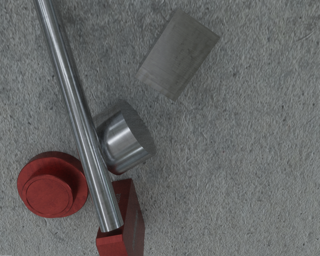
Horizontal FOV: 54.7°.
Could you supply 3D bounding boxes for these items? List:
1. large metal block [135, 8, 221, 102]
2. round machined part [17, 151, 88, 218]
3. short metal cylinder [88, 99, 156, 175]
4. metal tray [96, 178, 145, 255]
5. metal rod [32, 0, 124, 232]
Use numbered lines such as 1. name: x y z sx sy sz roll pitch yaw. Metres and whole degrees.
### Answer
1. large metal block: 0.017 -0.085 0.349 0.050 0.080 0.080 32 107 -11
2. round machined part: -0.149 0.085 0.430 0.099 0.042 0.097 0 110 -1
3. short metal cylinder: -0.048 0.012 0.384 0.050 0.080 0.080 -31 108 10
4. metal tray: -0.046 0.137 0.404 0.030 0.130 0.089 -11 110 4
5. metal rod: -0.095 -0.036 0.338 0.025 0.025 0.298 -17 88 6
